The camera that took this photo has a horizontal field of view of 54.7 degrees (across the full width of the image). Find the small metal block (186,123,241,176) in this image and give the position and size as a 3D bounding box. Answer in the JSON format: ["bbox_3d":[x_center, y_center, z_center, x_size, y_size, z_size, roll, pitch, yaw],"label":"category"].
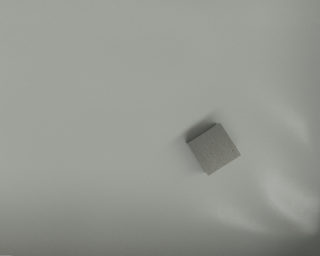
[{"bbox_3d":[0.070,0.027,0.412,0.050,0.025,0.050,-33,90,-1],"label":"small metal block"}]
